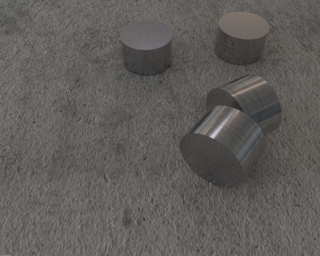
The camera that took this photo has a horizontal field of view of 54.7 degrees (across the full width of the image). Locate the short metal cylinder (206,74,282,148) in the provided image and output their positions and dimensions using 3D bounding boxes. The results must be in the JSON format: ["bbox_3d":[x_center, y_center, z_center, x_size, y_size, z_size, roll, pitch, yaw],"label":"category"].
[{"bbox_3d":[0.102,-0.021,0.385,0.050,0.080,0.080,-25,54,-19],"label":"short metal cylinder"}]

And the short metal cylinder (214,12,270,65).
[{"bbox_3d":[0.134,-0.149,0.513,0.080,0.050,0.080,0,50,0],"label":"short metal cylinder"}]

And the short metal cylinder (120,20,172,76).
[{"bbox_3d":[-0.021,-0.128,0.494,0.080,0.050,0.080,0,50,0],"label":"short metal cylinder"}]

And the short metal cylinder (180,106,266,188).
[{"bbox_3d":[0.070,0.022,0.350,0.080,0.080,0.050,30,56,23],"label":"short metal cylinder"}]
